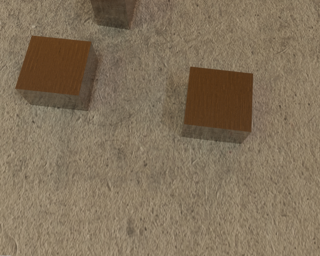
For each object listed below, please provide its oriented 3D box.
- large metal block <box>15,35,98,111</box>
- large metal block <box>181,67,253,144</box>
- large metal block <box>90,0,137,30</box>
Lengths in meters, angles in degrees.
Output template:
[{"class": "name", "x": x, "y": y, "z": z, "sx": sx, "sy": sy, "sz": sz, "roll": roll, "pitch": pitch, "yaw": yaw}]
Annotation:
[{"class": "large metal block", "x": -0.135, "y": -0.073, "z": 0.421, "sx": 0.080, "sy": 0.050, "sz": 0.080, "roll": 7, "pitch": 70, "yaw": 2}, {"class": "large metal block", "x": 0.074, "y": -0.029, "z": 0.406, "sx": 0.080, "sy": 0.050, "sz": 0.080, "roll": 7, "pitch": 70, "yaw": 2}, {"class": "large metal block", "x": -0.065, "y": -0.205, "z": 0.453, "sx": 0.050, "sy": 0.080, "sz": 0.080, "roll": 9, "pitch": 70, "yaw": 3}]
